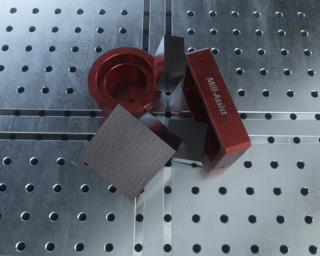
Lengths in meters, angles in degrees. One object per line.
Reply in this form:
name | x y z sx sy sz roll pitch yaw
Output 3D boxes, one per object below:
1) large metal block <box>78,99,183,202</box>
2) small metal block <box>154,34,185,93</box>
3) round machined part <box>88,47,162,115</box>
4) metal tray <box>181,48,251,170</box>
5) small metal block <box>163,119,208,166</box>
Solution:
large metal block | -0.033 0.024 0.365 0.080 0.050 0.080 40 106 2
small metal block | 0.011 -0.078 0.384 0.025 0.050 0.050 5 68 -13
round machined part | -0.045 -0.058 0.423 0.099 0.042 0.098 0 70 -1
metal tray | 0.063 -0.021 0.386 0.030 0.090 0.130 -17 71 -6
small metal block | 0.034 0.018 0.400 0.050 0.025 0.050 8 74 14
